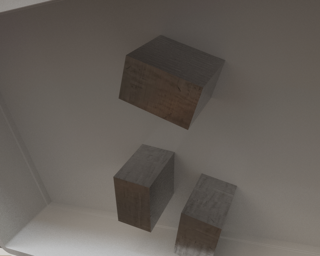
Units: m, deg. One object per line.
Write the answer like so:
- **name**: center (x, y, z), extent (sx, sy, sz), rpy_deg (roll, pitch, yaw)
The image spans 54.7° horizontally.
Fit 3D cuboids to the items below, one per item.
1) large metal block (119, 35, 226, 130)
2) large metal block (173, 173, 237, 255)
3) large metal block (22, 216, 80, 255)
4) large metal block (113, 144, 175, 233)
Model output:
- **large metal block**: center (0.014, -0.053, 0.332), extent (0.080, 0.080, 0.050), rpy_deg (25, 127, 12)
- **large metal block**: center (0.061, 0.122, 0.416), extent (0.050, 0.080, 0.079), rpy_deg (18, 126, 17)
- **large metal block**: center (-0.226, 0.236, 0.641), extent (0.080, 0.050, 0.080), rpy_deg (30, 131, -17)
- **large metal block**: center (-0.019, 0.081, 0.432), extent (0.050, 0.080, 0.079), rpy_deg (13, 124, 21)
